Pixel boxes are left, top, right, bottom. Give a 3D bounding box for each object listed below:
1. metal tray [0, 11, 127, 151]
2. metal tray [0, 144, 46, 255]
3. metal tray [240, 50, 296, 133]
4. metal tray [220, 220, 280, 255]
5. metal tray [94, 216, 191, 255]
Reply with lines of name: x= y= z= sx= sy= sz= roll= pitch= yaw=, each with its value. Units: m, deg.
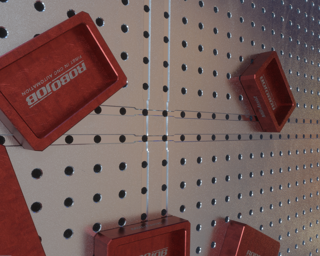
metal tray: x=-0.105 y=-0.050 z=0.318 sx=0.131 sy=0.030 sz=0.090 roll=-45 pitch=117 yaw=-31
metal tray: x=-0.165 y=0.086 z=0.269 sx=0.091 sy=0.030 sz=0.129 roll=-24 pitch=105 yaw=-38
metal tray: x=0.207 y=-0.067 z=0.582 sx=0.090 sy=0.030 sz=0.130 roll=-47 pitch=119 yaw=-30
metal tray: x=0.158 y=0.226 z=0.542 sx=0.130 sy=0.030 sz=0.090 roll=35 pitch=69 yaw=-35
metal tray: x=-0.018 y=0.169 z=0.393 sx=0.131 sy=0.030 sz=0.089 roll=2 pitch=89 yaw=-40
